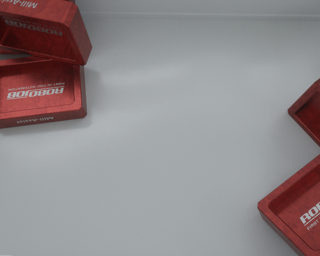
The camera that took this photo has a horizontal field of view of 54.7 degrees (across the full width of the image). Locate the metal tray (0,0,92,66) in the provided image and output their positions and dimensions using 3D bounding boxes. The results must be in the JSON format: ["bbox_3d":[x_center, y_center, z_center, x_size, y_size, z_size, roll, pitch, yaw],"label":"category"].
[{"bbox_3d":[-0.160,-0.125,0.387,0.131,0.090,0.030,12,71,4],"label":"metal tray"}]

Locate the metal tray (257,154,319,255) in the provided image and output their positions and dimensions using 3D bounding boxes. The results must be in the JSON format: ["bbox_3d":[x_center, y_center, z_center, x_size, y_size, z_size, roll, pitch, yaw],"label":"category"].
[{"bbox_3d":[0.189,0.082,0.344,0.130,0.030,0.090,-36,38,-5],"label":"metal tray"}]

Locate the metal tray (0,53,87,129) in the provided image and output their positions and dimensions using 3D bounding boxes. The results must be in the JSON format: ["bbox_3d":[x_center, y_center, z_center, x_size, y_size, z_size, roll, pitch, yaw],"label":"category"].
[{"bbox_3d":[-0.171,-0.052,0.424,0.131,0.030,0.090,-8,70,-3],"label":"metal tray"}]

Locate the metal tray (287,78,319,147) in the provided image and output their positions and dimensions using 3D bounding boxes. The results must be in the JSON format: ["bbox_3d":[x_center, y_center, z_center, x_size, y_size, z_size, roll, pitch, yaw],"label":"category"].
[{"bbox_3d":[0.226,0.003,0.375,0.030,0.090,0.130,-35,74,-12],"label":"metal tray"}]

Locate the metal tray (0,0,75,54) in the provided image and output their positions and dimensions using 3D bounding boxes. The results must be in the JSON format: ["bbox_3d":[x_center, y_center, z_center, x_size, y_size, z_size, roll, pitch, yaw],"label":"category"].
[{"bbox_3d":[-0.183,-0.150,0.429,0.131,0.089,0.030,-1,31,-1],"label":"metal tray"}]
